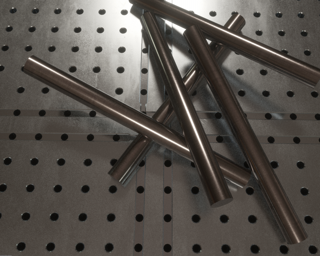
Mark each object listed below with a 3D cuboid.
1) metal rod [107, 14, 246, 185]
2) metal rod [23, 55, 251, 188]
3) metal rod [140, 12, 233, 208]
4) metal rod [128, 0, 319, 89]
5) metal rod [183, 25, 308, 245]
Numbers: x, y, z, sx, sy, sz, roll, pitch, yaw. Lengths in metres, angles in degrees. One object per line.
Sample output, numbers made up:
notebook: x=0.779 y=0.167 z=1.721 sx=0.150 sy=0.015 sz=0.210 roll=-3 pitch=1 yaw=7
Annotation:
metal rod: x=0.032 y=-0.050 z=0.430 sx=0.025 sy=0.025 sz=0.300 roll=34 pitch=73 yaw=11
metal rod: x=-0.025 y=-0.007 z=0.382 sx=0.301 sy=0.025 sz=0.025 roll=28 pitch=72 yaw=-2
metal rod: x=0.023 y=-0.044 z=0.399 sx=0.025 sy=0.025 sz=0.299 roll=-15 pitch=60 yaw=-6
metal rod: x=0.077 y=-0.134 z=0.435 sx=0.300 sy=0.025 sz=0.025 roll=32 pitch=73 yaw=21
metal rod: x=0.103 y=-0.001 z=0.397 sx=0.025 sy=0.025 sz=0.299 roll=-22 pitch=78 yaw=-8
